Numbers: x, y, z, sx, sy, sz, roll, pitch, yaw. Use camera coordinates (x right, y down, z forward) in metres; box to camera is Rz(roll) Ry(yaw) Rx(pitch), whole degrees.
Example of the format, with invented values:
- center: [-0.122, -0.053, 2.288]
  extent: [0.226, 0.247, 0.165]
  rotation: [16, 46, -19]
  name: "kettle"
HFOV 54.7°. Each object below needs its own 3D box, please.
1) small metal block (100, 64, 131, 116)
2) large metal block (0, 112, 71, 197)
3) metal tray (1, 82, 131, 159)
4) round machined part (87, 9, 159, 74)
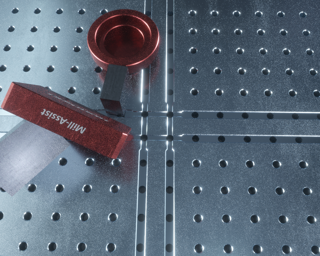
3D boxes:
- center: [-0.058, -0.050, 0.416]
  extent: [0.025, 0.050, 0.050]
  rotation: [9, 71, 3]
  name: "small metal block"
- center: [-0.159, 0.024, 0.365]
  extent: [0.080, 0.080, 0.050]
  rotation: [-44, 110, -14]
  name: "large metal block"
- center: [-0.101, -0.011, 0.364]
  extent: [0.131, 0.090, 0.030]
  rotation: [25, 94, -4]
  name: "metal tray"
- center: [-0.051, -0.118, 0.444]
  extent: [0.099, 0.042, 0.098]
  rotation: [0, 67, 0]
  name: "round machined part"
